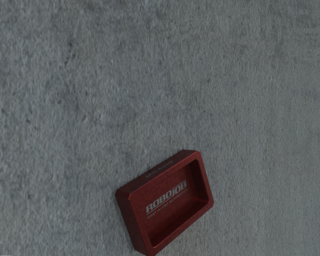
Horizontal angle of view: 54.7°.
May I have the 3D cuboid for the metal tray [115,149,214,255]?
[{"bbox_3d":[0.012,0.095,0.413,0.131,0.030,0.089,-27,107,-37],"label":"metal tray"}]
